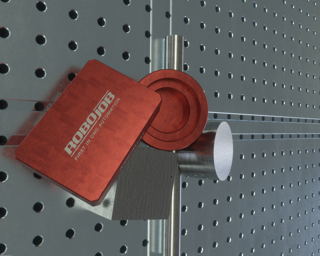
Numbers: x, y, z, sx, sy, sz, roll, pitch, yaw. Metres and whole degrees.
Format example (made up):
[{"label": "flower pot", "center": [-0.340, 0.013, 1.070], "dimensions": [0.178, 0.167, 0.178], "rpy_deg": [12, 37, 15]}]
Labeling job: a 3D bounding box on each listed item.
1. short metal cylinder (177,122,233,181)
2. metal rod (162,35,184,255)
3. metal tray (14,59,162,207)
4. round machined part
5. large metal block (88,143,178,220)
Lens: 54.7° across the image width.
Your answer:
[{"label": "short metal cylinder", "center": [0.065, 0.031, 0.430], "dimensions": [0.080, 0.050, 0.079], "rpy_deg": [-1, 91, -60]}, {"label": "metal rod", "center": [0.018, 0.025, 0.425], "dimensions": [0.025, 0.025, 0.298], "rpy_deg": [2, 89, -40]}, {"label": "metal tray", "center": [-0.067, 0.001, 0.317], "dimensions": [0.090, 0.030, 0.130], "rpy_deg": [29, 67, 5]}, {"label": "round machined part", "center": [0.007, -0.021, 0.387], "dimensions": [0.099, 0.042, 0.097], "rpy_deg": [0, 89, -15]}, {"label": "large metal block", "center": [-0.030, 0.063, 0.368], "dimensions": [0.081, 0.050, 0.080], "rpy_deg": [13, 82, -39]}]
